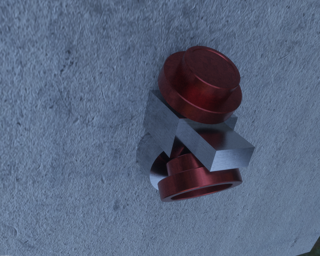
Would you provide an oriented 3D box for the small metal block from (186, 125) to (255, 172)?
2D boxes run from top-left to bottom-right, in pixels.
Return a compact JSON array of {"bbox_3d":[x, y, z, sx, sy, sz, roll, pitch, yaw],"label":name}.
[{"bbox_3d":[0.064,0.020,0.337,0.050,0.050,0.025,-3,119,-27],"label":"small metal block"}]

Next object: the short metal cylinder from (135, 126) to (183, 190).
[{"bbox_3d":[0.013,0.041,0.427,0.081,0.050,0.079,-14,125,-21],"label":"short metal cylinder"}]

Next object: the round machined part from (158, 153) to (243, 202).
[{"bbox_3d":[0.045,0.057,0.373,0.099,0.042,0.098,-11,161,-4],"label":"round machined part"}]

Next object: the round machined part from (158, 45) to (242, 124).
[{"bbox_3d":[0.051,-0.055,0.351,0.099,0.098,0.042,-2,145,-28],"label":"round machined part"}]

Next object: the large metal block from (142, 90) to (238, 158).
[{"bbox_3d":[0.034,-0.008,0.387,0.081,0.080,0.050,-2,120,-28],"label":"large metal block"}]
